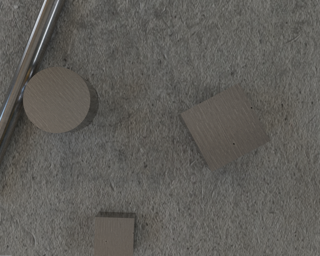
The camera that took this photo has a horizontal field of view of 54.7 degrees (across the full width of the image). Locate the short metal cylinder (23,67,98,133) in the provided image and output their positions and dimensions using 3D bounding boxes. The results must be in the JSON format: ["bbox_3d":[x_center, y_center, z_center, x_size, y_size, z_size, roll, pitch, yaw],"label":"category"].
[{"bbox_3d":[-0.124,-0.034,0.396,0.081,0.050,0.079,0,90,0],"label":"short metal cylinder"}]

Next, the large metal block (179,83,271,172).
[{"bbox_3d":[0.079,-0.001,0.398,0.080,0.050,0.080,-28,90,0],"label":"large metal block"}]

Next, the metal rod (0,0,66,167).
[{"bbox_3d":[-0.188,-0.042,0.408,0.025,0.025,0.299,21,90,0],"label":"metal rod"}]

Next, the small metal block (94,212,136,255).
[{"bbox_3d":[-0.059,0.140,0.409,0.050,0.025,0.050,2,90,0],"label":"small metal block"}]
